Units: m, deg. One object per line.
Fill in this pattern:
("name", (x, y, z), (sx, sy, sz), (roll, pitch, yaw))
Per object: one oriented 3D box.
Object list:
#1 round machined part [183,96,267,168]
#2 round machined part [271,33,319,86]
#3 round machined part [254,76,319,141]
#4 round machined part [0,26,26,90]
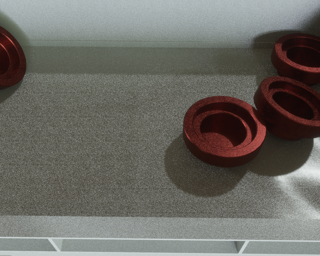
("round machined part", (0.078, 0.008, 0.387), (0.099, 0.042, 0.098), (0, 50, 0))
("round machined part", (0.222, -0.102, 0.481), (0.099, 0.042, 0.098), (0, 50, 0))
("round machined part", (0.168, -0.021, 0.403), (0.099, 0.042, 0.098), (10, 43, -9))
("round machined part", (-0.251, -0.101, 0.451), (0.042, 0.098, 0.098), (-16, 44, 27))
